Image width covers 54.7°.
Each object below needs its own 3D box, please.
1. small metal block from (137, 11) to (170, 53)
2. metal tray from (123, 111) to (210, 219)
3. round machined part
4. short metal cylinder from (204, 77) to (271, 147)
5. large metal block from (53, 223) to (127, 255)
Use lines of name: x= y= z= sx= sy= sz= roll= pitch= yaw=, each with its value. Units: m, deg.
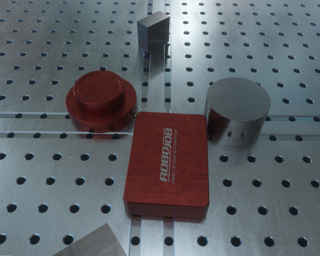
small metal block: x=-0.011 y=-0.164 z=0.529 sx=0.050 sy=0.050 sz=0.025 roll=-35 pitch=59 yaw=-26
metal tray: x=0.010 y=0.039 z=0.372 sx=0.091 sy=0.030 sz=0.130 roll=3 pitch=50 yaw=2
round machined part: x=-0.082 y=-0.043 z=0.432 sx=0.099 sy=0.042 sz=0.098 roll=0 pitch=50 yaw=0
short metal cylinder: x=0.100 y=-0.022 z=0.411 sx=0.081 sy=0.050 sz=0.080 roll=0 pitch=50 yaw=0
large metal block: x=-0.042 y=0.139 z=0.254 sx=0.050 sy=0.080 sz=0.080 roll=-27 pitch=56 yaw=-21
